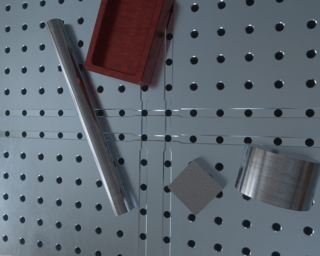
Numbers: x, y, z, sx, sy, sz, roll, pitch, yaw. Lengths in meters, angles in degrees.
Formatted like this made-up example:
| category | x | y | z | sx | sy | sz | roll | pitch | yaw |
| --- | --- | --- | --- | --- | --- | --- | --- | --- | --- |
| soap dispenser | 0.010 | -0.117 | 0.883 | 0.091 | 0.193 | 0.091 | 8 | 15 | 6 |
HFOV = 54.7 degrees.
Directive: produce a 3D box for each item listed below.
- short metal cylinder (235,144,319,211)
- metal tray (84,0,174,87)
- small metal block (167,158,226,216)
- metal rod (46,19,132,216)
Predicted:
| category | x | y | z | sx | sy | sz | roll | pitch | yaw |
| --- | --- | --- | --- | --- | --- | --- | --- | --- | --- |
| short metal cylinder | 0.128 | 0.051 | 0.338 | 0.080 | 0.080 | 0.050 | 15 | 95 | 19 |
| metal tray | -0.043 | -0.131 | 0.424 | 0.090 | 0.030 | 0.129 | 18 | 96 | 18 |
| small metal block | 0.047 | 0.074 | 0.395 | 0.050 | 0.025 | 0.050 | 45 | 103 | 14 |
| metal rod | -0.105 | -0.020 | 0.448 | 0.025 | 0.025 | 0.299 | -24 | 82 | 18 |
